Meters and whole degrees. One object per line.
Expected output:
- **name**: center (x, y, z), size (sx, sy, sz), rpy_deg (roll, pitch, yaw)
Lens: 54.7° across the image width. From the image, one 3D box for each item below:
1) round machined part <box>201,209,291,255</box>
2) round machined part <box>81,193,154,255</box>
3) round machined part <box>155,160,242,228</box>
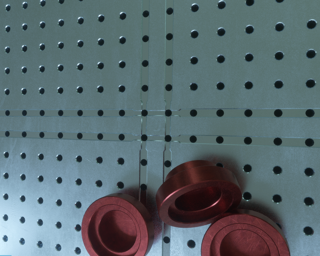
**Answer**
- **round machined part**: center (0.102, 0.145, 0.367), size (0.098, 0.042, 0.097), rpy_deg (0, 90, 20)
- **round machined part**: center (-0.053, 0.137, 0.421), size (0.098, 0.042, 0.097), rpy_deg (0, 90, 19)
- **round machined part**: center (0.043, 0.075, 0.369), size (0.098, 0.098, 0.042), rpy_deg (-32, 43, 17)
